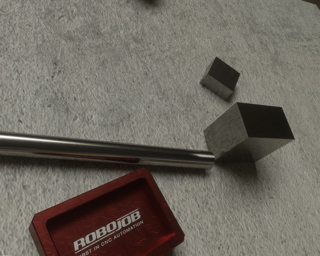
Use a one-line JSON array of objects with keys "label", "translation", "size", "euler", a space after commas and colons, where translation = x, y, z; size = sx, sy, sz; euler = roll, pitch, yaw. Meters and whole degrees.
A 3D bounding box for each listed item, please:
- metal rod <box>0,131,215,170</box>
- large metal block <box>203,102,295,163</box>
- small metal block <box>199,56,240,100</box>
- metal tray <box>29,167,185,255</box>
[{"label": "metal rod", "translation": [-0.070, 0.026, 0.350], "size": [0.302, 0.025, 0.025], "euler": [7, 59, -25]}, {"label": "large metal block", "translation": [0.120, 0.010, 0.430], "size": [0.081, 0.080, 0.050], "euler": [3, 61, -27]}, {"label": "small metal block", "translation": [0.099, -0.082, 0.510], "size": [0.050, 0.025, 0.050], "euler": [34, 51, -6]}, {"label": "metal tray", "translation": [-0.049, 0.104, 0.311], "size": [0.131, 0.030, 0.090], "euler": [-20, 72, -36]}]
